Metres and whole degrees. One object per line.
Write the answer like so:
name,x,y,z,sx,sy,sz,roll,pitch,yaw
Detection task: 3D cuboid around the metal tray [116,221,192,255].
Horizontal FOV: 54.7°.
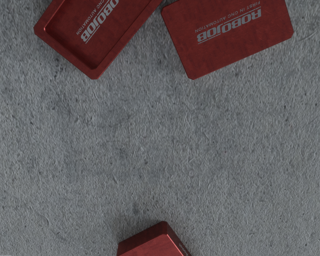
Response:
metal tray,0.004,0.218,0.488,0.090,0.030,0.130,-30,108,10

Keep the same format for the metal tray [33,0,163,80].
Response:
metal tray,-0.069,-0.133,0.357,0.090,0.030,0.130,39,105,-14

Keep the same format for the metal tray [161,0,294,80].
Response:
metal tray,0.077,-0.123,0.362,0.130,0.030,0.090,-23,109,8
